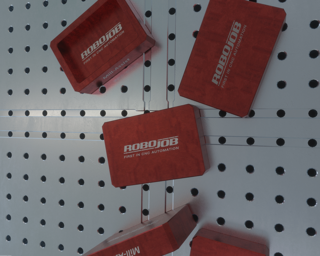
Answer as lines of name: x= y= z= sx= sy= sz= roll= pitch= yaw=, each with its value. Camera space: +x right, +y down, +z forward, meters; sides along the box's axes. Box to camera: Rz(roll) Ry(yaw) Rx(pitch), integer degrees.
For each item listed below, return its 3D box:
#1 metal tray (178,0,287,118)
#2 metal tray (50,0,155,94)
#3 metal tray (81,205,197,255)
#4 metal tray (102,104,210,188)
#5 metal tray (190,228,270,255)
metal tray: x=0.086 y=-0.087 z=0.380 sx=0.090 sy=0.030 sz=0.129 roll=22 pitch=97 yaw=18
metal tray: x=-0.084 y=-0.120 z=0.440 sx=0.130 sy=0.030 sz=0.090 roll=-34 pitch=79 yaw=16
metal tray: x=-0.027 y=0.143 z=0.387 sx=0.130 sy=0.090 sz=0.030 roll=-28 pitch=81 yaw=18
metal tray: x=-0.007 y=0.025 z=0.413 sx=0.130 sy=0.030 sz=0.090 roll=-11 pitch=86 yaw=19
metal tray: x=0.078 y=0.202 z=0.383 sx=0.090 sy=0.030 sz=0.129 roll=10 pitch=93 yaw=19
